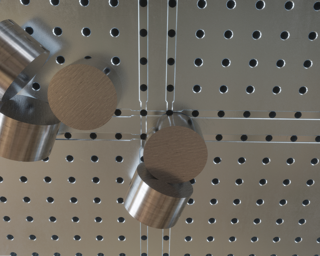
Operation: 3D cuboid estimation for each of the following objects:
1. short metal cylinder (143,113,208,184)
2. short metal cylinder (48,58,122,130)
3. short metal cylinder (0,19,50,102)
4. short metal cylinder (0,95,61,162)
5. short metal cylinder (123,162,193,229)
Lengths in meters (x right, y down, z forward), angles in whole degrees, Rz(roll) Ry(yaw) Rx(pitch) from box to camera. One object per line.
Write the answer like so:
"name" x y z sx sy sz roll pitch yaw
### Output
"short metal cylinder" 0.019 0.026 0.409 0.081 0.050 0.079 0 110 0
"short metal cylinder" -0.090 -0.043 0.383 0.081 0.050 0.079 0 110 0
"short metal cylinder" -0.174 -0.076 0.354 0.050 0.080 0.080 41 105 -14
"short metal cylinder" -0.168 -0.002 0.382 0.080 0.080 0.050 22 109 -8
"short metal cylinder" -0.003 0.088 0.416 0.080 0.080 0.050 21 109 -8
